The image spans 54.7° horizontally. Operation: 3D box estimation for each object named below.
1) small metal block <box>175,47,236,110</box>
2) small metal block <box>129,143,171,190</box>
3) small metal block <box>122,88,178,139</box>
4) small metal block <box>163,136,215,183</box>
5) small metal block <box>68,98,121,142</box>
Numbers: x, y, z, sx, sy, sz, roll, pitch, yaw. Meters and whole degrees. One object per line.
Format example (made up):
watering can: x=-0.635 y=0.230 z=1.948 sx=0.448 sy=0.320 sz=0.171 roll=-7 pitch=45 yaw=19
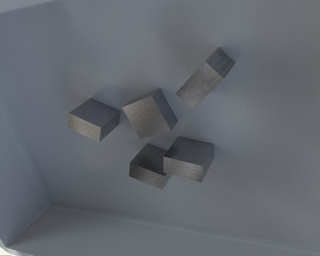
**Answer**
small metal block: x=0.049 y=-0.054 z=0.332 sx=0.025 sy=0.050 sz=0.050 roll=43 pitch=129 yaw=-2
small metal block: x=-0.008 y=0.052 z=0.427 sx=0.050 sy=0.050 sz=0.025 roll=19 pitch=126 yaw=16
small metal block: x=-0.013 y=-0.018 z=0.403 sx=0.050 sy=0.025 sz=0.050 roll=-17 pitch=110 yaw=34
small metal block: x=0.038 y=0.038 z=0.395 sx=0.050 sy=0.050 sz=0.025 roll=12 pitch=123 yaw=21
small metal block: x=-0.091 y=-0.012 z=0.431 sx=0.050 sy=0.050 sz=0.025 roll=24 pitch=127 yaw=13
